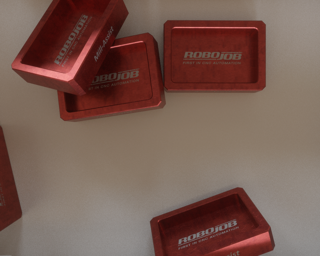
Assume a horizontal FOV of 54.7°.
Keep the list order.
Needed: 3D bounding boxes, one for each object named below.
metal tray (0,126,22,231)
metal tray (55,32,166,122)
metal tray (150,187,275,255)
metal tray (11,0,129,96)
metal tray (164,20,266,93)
[{"bbox_3d":[-0.215,0.061,0.376,0.030,0.090,0.129,-13,90,0],"label":"metal tray"},{"bbox_3d":[-0.064,-0.061,0.392,0.131,0.030,0.089,-8,86,11],"label":"metal tray"},{"bbox_3d":[0.058,0.127,0.377,0.131,0.090,0.030,-20,112,-1],"label":"metal tray"},{"bbox_3d":[-0.105,-0.108,0.372,0.090,0.030,0.130,15,70,21],"label":"metal tray"},{"bbox_3d":[0.070,-0.093,0.409,0.131,0.030,0.089,0,90,-1],"label":"metal tray"}]
